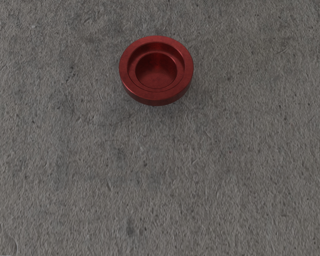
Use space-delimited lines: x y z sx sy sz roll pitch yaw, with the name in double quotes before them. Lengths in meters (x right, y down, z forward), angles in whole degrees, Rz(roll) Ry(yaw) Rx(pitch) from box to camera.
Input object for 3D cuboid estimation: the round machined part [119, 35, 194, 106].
"round machined part" -0.005 -0.074 0.426 0.099 0.042 0.098 0 70 0
